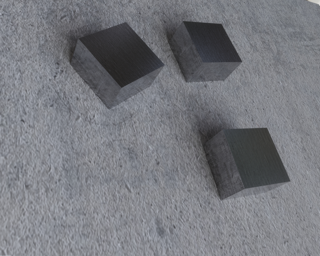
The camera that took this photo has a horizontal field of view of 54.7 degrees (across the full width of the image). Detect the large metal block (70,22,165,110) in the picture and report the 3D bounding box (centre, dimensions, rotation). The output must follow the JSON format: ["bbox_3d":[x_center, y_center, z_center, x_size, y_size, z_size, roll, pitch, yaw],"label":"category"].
[{"bbox_3d":[-0.056,-0.083,0.408,0.080,0.050,0.081,49,51,6],"label":"large metal block"}]

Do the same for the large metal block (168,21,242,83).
[{"bbox_3d":[0.072,-0.123,0.501,0.081,0.050,0.080,-8,66,-32],"label":"large metal block"}]

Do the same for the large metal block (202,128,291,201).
[{"bbox_3d":[0.115,0.047,0.421,0.081,0.050,0.080,-2,63,-29],"label":"large metal block"}]
